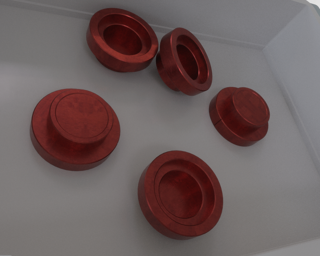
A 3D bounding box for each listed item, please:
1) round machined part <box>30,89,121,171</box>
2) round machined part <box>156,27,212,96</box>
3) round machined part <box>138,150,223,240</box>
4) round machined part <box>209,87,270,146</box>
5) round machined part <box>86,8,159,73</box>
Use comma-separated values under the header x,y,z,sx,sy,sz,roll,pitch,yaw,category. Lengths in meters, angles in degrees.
x,y,z,sx,sy,sz,roll,pitch,yaw,category
-0.091,-0.005,0.348,0.099,0.042,0.098,14,56,-21,round machined part
0.032,-0.092,0.453,0.098,0.042,0.098,26,54,-42,round machined part
0.020,0.079,0.357,0.099,0.042,0.098,14,56,-21,round machined part
0.129,-0.024,0.478,0.099,0.042,0.098,14,56,-21,round machined part
-0.055,-0.118,0.437,0.099,0.042,0.098,13,56,-21,round machined part
